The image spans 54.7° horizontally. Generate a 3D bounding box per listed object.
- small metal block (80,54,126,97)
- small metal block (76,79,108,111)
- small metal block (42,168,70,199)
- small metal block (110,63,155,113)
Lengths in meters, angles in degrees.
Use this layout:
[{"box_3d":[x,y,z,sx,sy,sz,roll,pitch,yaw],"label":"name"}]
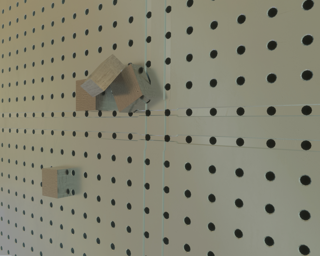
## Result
[{"box_3d":[-0.083,-0.075,0.448,0.050,0.025,0.050,-54,20,-23],"label":"small metal block"},{"box_3d":[-0.109,-0.052,0.497,0.050,0.025,0.050,0,90,39],"label":"small metal block"},{"box_3d":[-0.189,0.098,0.562,0.050,0.025,0.050,-2,89,39],"label":"small metal block"},{"box_3d":[-0.041,-0.055,0.441,0.050,0.025,0.050,-32,70,35],"label":"small metal block"}]
